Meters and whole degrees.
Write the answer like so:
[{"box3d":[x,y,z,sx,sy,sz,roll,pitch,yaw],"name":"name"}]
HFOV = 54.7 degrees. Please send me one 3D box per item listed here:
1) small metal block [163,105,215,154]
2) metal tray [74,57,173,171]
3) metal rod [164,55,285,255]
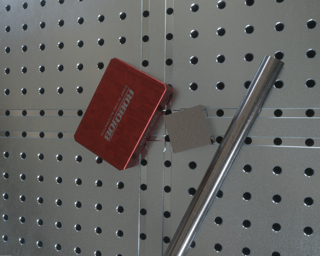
[{"box3d":[0.038,0.002,0.399,0.050,0.025,0.050,-17,85,19],"name":"small metal block"},{"box3d":[-0.052,-0.019,0.427,0.090,0.030,0.129,31,100,17],"name":"metal tray"},{"box3d":[0.072,0.053,0.386,0.025,0.025,0.298,28,99,17],"name":"metal rod"}]
